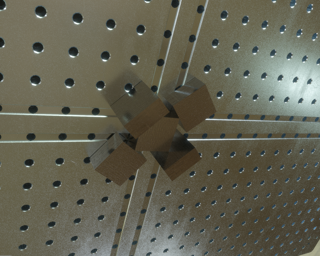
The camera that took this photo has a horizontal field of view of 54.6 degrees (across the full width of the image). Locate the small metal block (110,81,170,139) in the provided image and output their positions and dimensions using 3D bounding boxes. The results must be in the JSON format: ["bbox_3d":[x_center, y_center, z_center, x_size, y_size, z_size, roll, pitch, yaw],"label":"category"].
[{"bbox_3d":[-0.025,-0.022,0.367,0.050,0.050,0.025,-39,130,-1],"label":"small metal block"}]

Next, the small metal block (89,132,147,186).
[{"bbox_3d":[-0.054,0.041,0.406,0.050,0.025,0.050,-44,130,2],"label":"small metal block"}]

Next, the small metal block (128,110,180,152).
[{"bbox_3d":[-0.008,0.003,0.407,0.050,0.025,0.050,4,115,-29],"label":"small metal block"}]

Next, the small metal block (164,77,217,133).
[{"bbox_3d":[0.042,-0.031,0.414,0.050,0.025,0.050,-34,129,-5],"label":"small metal block"}]

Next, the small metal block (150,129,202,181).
[{"bbox_3d":[0.021,0.037,0.428,0.050,0.050,0.025,-36,129,-4],"label":"small metal block"}]
